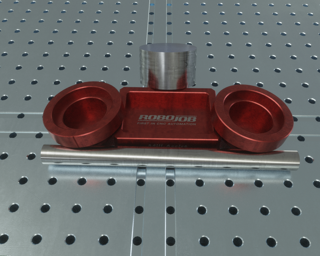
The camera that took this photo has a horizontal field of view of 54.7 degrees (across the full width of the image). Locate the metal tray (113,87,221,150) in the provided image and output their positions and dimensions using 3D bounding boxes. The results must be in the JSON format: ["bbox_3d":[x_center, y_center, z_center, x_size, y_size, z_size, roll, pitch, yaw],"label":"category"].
[{"bbox_3d":[0.010,-0.012,0.409,0.131,0.030,0.090,1,51,0],"label":"metal tray"}]

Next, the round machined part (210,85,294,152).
[{"bbox_3d":[0.112,-0.008,0.392,0.099,0.042,0.098,5,48,-6],"label":"round machined part"}]

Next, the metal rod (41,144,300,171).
[{"bbox_3d":[0.011,0.035,0.373,0.302,0.025,0.025,1,50,1],"label":"metal rod"}]

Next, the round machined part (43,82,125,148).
[{"bbox_3d":[-0.093,-0.012,0.395,0.099,0.042,0.098,-5,47,6],"label":"round machined part"}]

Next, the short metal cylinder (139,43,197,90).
[{"bbox_3d":[0.011,-0.090,0.443,0.081,0.050,0.080,0,24,0],"label":"short metal cylinder"}]
